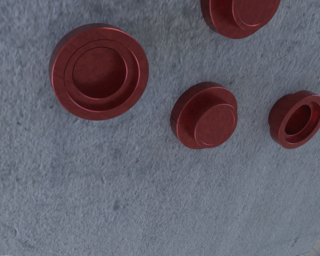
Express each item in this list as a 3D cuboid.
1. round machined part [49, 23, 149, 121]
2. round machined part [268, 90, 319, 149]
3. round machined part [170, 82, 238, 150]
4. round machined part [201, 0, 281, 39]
[{"bbox_3d":[-0.065,-0.060,0.324,0.099,0.042,0.097,-14,125,-21],"label":"round machined part"},{"bbox_3d":[0.219,-0.017,0.508,0.099,0.042,0.097,-14,125,-21],"label":"round machined part"},{"bbox_3d":[0.067,-0.011,0.428,0.099,0.042,0.097,-14,125,-21],"label":"round machined part"},{"bbox_3d":[0.100,-0.152,0.358,0.099,0.042,0.097,-14,125,-21],"label":"round machined part"}]
